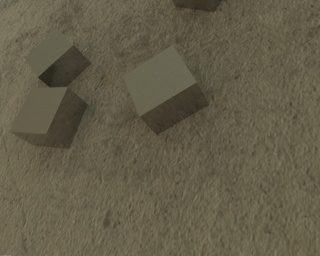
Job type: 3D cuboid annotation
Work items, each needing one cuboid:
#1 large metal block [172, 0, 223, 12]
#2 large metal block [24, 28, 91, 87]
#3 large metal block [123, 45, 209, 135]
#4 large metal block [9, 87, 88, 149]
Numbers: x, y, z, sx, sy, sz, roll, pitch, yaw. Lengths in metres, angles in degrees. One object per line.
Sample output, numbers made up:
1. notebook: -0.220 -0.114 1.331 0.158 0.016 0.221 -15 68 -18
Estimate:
1. large metal block: 0.067 -0.239 0.498 0.080 0.050 0.080 25 75 36
2. large metal block: -0.184 -0.121 0.556 0.080 0.050 0.080 -43 51 -2
3. large metal block: 0.006 -0.051 0.414 0.080 0.050 0.080 -31 52 8
4. large metal block: -0.173 -0.016 0.486 0.080 0.050 0.080 3 63 29
